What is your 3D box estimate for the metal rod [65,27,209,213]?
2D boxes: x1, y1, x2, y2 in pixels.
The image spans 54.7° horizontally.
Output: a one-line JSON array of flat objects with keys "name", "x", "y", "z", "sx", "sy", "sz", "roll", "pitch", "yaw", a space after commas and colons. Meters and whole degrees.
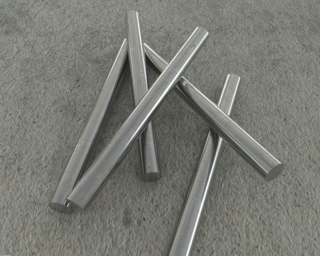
[{"name": "metal rod", "x": -0.012, "y": -0.030, "z": 0.384, "sx": 0.025, "sy": 0.025, "sz": 0.301, "roll": 23, "pitch": 59, "yaw": 18}]

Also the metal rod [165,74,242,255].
[{"name": "metal rod", "x": 0.058, "y": 0.037, "z": 0.372, "sx": 0.025, "sy": 0.025, "sz": 0.301, "roll": 16, "pitch": 52, "yaw": 12}]

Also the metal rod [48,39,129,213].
[{"name": "metal rod", "x": -0.079, "y": -0.027, "z": 0.425, "sx": 0.025, "sy": 0.025, "sz": 0.300, "roll": 8, "pitch": 50, "yaw": 7}]

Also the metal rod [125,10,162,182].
[{"name": "metal rod", "x": -0.029, "y": -0.066, "z": 0.440, "sx": 0.025, "sy": 0.025, "sz": 0.299, "roll": -6, "pitch": 56, "yaw": -5}]

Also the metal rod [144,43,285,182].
[{"name": "metal rod", "x": 0.044, "y": -0.041, "z": 0.413, "sx": 0.025, "sy": 0.025, "sz": 0.300, "roll": -23, "pitch": 46, "yaw": -18}]
